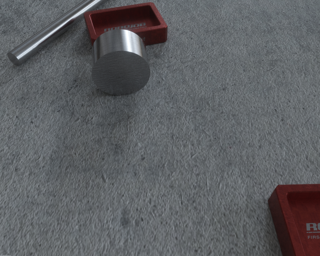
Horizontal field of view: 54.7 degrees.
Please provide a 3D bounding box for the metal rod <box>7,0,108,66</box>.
[{"bbox_3d":[-0.159,-0.209,0.576,0.025,0.025,0.301,23,54,18],"label":"metal rod"}]

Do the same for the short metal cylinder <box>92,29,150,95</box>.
[{"bbox_3d":[-0.057,-0.093,0.445,0.081,0.080,0.050,-6,51,-5],"label":"short metal cylinder"}]

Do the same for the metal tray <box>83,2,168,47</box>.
[{"bbox_3d":[-0.062,-0.180,0.549,0.131,0.030,0.090,-13,51,-12],"label":"metal tray"}]

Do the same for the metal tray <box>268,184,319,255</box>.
[{"bbox_3d":[0.188,0.103,0.315,0.131,0.030,0.090,-1,50,-2],"label":"metal tray"}]
